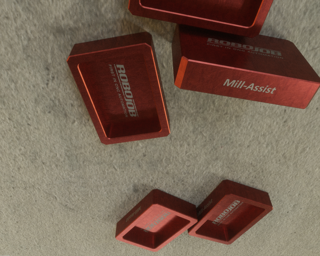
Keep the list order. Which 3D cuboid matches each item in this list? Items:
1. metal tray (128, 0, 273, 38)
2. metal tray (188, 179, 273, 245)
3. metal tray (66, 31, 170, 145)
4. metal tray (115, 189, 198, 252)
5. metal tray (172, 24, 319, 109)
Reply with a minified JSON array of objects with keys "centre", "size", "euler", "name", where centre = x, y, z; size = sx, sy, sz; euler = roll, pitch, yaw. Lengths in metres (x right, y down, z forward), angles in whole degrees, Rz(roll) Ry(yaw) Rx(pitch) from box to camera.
[{"centre":[0.042,-0.141,0.284],"size":[0.131,0.030,0.089],"euler":[8,130,-8],"name":"metal tray"},{"centre":[0.116,0.148,0.531],"size":[0.091,0.030,0.129],"euler":[20,127,-17],"name":"metal tray"},{"centre":[-0.042,-0.041,0.368],"size":[0.090,0.030,0.129],"euler":[-8,130,6],"name":"metal tray"},{"centre":[-0.008,0.167,0.545],"size":[0.090,0.030,0.129],"euler":[27,125,-22],"name":"metal tray"},{"centre":[0.080,-0.066,0.309],"size":[0.131,0.090,0.030],"euler":[8,130,-8],"name":"metal tray"}]
